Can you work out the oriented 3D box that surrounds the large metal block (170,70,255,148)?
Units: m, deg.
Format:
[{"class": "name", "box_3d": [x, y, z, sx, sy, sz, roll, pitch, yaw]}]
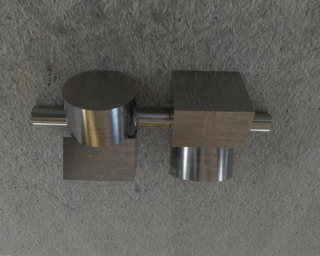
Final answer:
[{"class": "large metal block", "box_3d": [0.054, -0.023, 0.353, 0.081, 0.080, 0.050, 1, 130, -1]}]

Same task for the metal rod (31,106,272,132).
[{"class": "metal rod", "box_3d": [-0.009, -0.012, 0.401, 0.302, 0.025, 0.025, 2, 130, -2]}]

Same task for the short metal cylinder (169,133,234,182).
[{"class": "short metal cylinder", "box_3d": [0.052, 0.033, 0.393, 0.081, 0.080, 0.050, 1, 95, -1]}]

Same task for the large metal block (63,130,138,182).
[{"class": "large metal block", "box_3d": [-0.070, 0.031, 0.391, 0.081, 0.080, 0.050, 2, 96, -2]}]

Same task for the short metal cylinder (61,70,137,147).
[{"class": "short metal cylinder", "box_3d": [-0.066, -0.024, 0.351, 0.081, 0.080, 0.050, 3, 130, -3]}]
